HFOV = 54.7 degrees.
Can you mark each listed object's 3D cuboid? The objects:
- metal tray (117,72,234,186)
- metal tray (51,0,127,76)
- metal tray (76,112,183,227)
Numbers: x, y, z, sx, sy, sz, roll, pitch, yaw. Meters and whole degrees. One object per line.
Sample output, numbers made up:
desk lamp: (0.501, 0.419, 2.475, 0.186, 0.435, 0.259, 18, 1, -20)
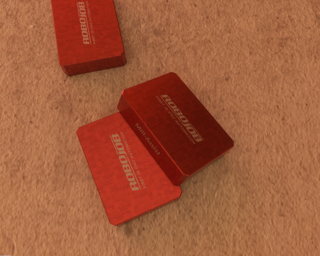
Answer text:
metal tray: (0.019, -0.004, 0.390, 0.091, 0.030, 0.130, -27, 71, -33)
metal tray: (-0.106, -0.147, 0.458, 0.091, 0.030, 0.129, -12, 71, -5)
metal tray: (-0.039, 0.045, 0.389, 0.091, 0.030, 0.130, -22, 72, -9)
